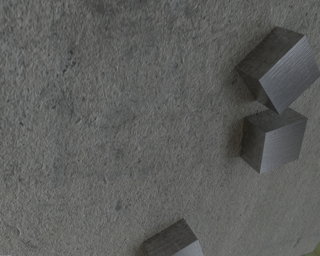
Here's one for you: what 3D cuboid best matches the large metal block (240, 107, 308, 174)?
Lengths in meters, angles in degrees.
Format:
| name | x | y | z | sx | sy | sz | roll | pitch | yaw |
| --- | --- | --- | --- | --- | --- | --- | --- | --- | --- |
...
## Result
| name | x | y | z | sx | sy | sz | roll | pitch | yaw |
| --- | --- | --- | --- | --- | --- | --- | --- | --- | --- |
| large metal block | 0.181 | 0.017 | 0.500 | 0.081 | 0.050 | 0.079 | -17 | 125 | -19 |

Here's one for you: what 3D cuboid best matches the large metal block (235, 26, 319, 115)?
| name | x | y | z | sx | sy | sz | roll | pitch | yaw |
| --- | --- | --- | --- | --- | --- | --- | --- | --- | --- |
| large metal block | 0.165 | -0.079 | 0.432 | 0.080 | 0.050 | 0.080 | -45 | 129 | 3 |

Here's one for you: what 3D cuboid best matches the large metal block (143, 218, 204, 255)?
| name | x | y | z | sx | sy | sz | roll | pitch | yaw |
| --- | --- | --- | --- | --- | --- | --- | --- | --- | --- |
| large metal block | 0.027 | 0.218 | 0.540 | 0.080 | 0.050 | 0.080 | -28 | 128 | -11 |
